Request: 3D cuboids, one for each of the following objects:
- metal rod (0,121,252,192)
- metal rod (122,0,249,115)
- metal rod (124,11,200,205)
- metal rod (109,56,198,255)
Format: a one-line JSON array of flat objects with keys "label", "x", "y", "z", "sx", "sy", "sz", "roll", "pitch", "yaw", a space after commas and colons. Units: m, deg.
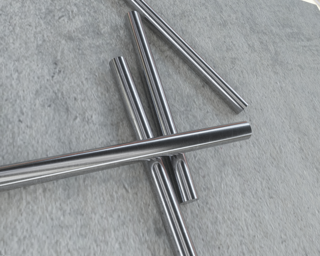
[{"label": "metal rod", "x": -0.025, "y": 0.026, "z": 0.346, "sx": 0.303, "sy": 0.025, "sz": 0.025, "roll": -10, "pitch": 67, "yaw": -23}, {"label": "metal rod", "x": 0.028, "y": -0.137, "z": 0.504, "sx": 0.300, "sy": 0.025, "sz": 0.025, "roll": 46, "pitch": 51, "yaw": 3}, {"label": "metal rod", "x": -0.004, "y": -0.043, "z": 0.429, "sx": 0.025, "sy": 0.025, "sz": 0.299, "roll": -3, "pitch": 63, "yaw": -30}, {"label": "metal rod", "x": -0.009, "y": 0.040, "z": 0.375, "sx": 0.025, "sy": 0.025, "sz": 0.299, "roll": -7, "pitch": 65, "yaw": -32}]
